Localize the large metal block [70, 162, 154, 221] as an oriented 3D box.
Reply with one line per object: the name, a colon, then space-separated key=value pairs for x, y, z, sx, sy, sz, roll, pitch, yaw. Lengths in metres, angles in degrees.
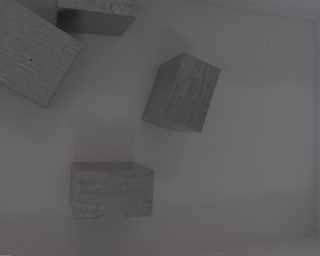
large metal block: x=-0.059 y=0.069 z=0.360 sx=0.081 sy=0.080 sz=0.050 roll=2 pitch=90 yaw=-20

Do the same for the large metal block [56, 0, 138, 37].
large metal block: x=-0.075 y=-0.143 z=0.353 sx=0.081 sy=0.080 sz=0.050 roll=0 pitch=90 yaw=-20

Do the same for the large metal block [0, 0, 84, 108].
large metal block: x=-0.144 y=-0.077 z=0.344 sx=0.080 sy=0.050 sz=0.080 roll=31 pitch=80 yaw=-18

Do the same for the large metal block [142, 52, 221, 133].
large metal block: x=0.023 y=-0.040 z=0.390 sx=0.050 sy=0.080 sz=0.080 roll=20 pitch=83 yaw=-19
